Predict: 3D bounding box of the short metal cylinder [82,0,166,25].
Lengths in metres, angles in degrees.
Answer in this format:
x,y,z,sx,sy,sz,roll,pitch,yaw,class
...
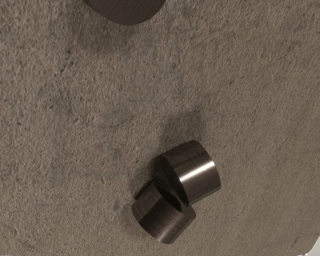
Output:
x,y,z,sx,sy,sz,roll,pitch,yaw,class
-0.036,-0.141,0.285,0.081,0.050,0.079,-14,125,-21,short metal cylinder

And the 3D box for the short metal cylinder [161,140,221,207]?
x,y,z,sx,sy,sz,roll,pitch,yaw,class
0.041,0.063,0.435,0.050,0.080,0.080,-26,128,-13,short metal cylinder

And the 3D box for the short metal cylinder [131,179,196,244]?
x,y,z,sx,sy,sz,roll,pitch,yaw,class
0.006,0.120,0.451,0.080,0.080,0.050,34,99,-39,short metal cylinder
